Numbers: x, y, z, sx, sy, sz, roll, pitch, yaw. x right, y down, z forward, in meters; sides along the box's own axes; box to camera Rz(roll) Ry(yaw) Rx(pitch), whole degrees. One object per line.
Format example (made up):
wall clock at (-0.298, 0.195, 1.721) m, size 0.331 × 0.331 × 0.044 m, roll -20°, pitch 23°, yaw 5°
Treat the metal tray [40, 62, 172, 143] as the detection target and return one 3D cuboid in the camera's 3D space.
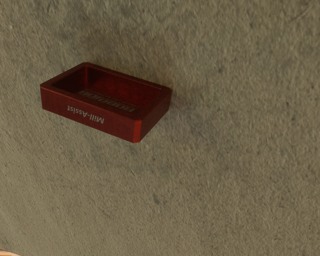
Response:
metal tray at (-0.063, -0.036, 0.373) m, size 0.130 × 0.090 × 0.030 m, roll 20°, pitch 126°, yaw 16°
